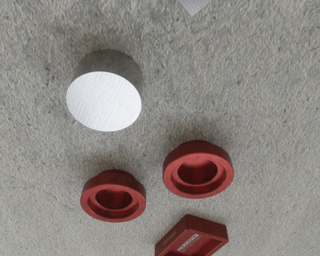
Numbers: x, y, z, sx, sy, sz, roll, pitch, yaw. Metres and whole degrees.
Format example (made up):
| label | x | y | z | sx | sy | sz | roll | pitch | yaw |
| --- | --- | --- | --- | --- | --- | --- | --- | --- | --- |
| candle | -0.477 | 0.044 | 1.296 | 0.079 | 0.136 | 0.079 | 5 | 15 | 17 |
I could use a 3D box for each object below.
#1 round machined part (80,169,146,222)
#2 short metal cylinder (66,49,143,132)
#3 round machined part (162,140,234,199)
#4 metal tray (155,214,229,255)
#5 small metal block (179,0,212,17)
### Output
| label | x | y | z | sx | sy | sz | roll | pitch | yaw |
| --- | --- | --- | --- | --- | --- | --- | --- | --- | --- |
| round machined part | -0.070 | 0.102 | 0.482 | 0.099 | 0.042 | 0.097 | -1 | 130 | 0 |
| short metal cylinder | -0.061 | -0.042 | 0.354 | 0.081 | 0.050 | 0.079 | 0 | 130 | 0 |
| round machined part | 0.053 | 0.055 | 0.444 | 0.099 | 0.042 | 0.097 | -1 | 130 | 0 |
| metal tray | 0.058 | 0.222 | 0.593 | 0.091 | 0.030 | 0.129 | 22 | 127 | -18 |
| small metal block | 0.034 | -0.143 | 0.286 | 0.050 | 0.025 | 0.050 | -33 | 123 | 25 |
